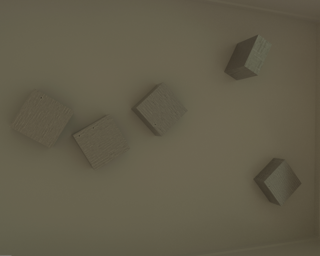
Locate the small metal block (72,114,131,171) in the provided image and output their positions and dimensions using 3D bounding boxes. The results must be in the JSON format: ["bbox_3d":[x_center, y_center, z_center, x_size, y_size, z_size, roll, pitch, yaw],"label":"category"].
[{"bbox_3d":[-0.073,0.017,0.383,0.050,0.025,0.050,-32,101,-17],"label":"small metal block"}]

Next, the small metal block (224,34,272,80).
[{"bbox_3d":[0.125,-0.099,0.443,0.025,0.050,0.050,29,81,-18],"label":"small metal block"}]

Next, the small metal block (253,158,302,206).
[{"bbox_3d":[0.181,0.082,0.477,0.050,0.025,0.050,-41,103,-15],"label":"small metal block"}]

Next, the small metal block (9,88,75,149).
[{"bbox_3d":[-0.136,-0.011,0.360,0.050,0.025,0.050,32,80,-17],"label":"small metal block"}]

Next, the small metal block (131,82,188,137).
[{"bbox_3d":[-0.001,-0.024,0.410,0.050,0.025,0.050,-45,104,-14],"label":"small metal block"}]
